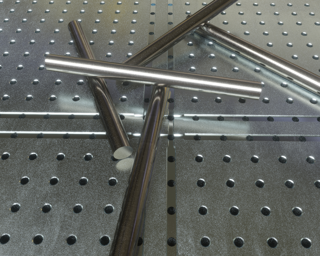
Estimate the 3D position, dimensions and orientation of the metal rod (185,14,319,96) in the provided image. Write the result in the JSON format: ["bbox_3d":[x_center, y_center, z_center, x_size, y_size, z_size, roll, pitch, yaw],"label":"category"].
[{"bbox_3d":[0.161,-0.119,0.508,0.300,0.025,0.025,36,59,26],"label":"metal rod"}]

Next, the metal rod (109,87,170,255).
[{"bbox_3d":[-0.019,0.039,0.374,0.025,0.025,0.300,7,50,6],"label":"metal rod"}]

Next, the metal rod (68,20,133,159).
[{"bbox_3d":[-0.100,-0.076,0.471,0.025,0.025,0.300,-17,52,-14],"label":"metal rod"}]

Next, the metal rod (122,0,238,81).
[{"bbox_3d":[0.048,-0.172,0.525,0.301,0.025,0.025,-39,60,-19],"label":"metal rod"}]

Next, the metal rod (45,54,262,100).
[{"bbox_3d":[-0.014,-0.073,0.435,0.301,0.025,0.025,9,51,7],"label":"metal rod"}]
